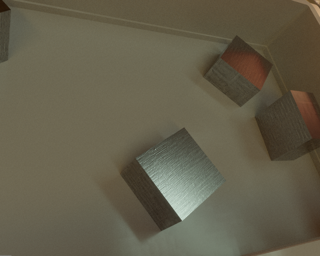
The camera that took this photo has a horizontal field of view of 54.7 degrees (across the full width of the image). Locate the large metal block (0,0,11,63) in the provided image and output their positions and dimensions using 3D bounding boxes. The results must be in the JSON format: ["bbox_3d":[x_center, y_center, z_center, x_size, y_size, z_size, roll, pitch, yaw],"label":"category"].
[{"bbox_3d":[-0.208,-0.099,0.319,0.050,0.080,0.080,48,51,5],"label":"large metal block"}]

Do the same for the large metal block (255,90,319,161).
[{"bbox_3d":[0.205,-0.001,0.481,0.050,0.080,0.080,2,61,-27],"label":"large metal block"}]

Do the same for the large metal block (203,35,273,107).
[{"bbox_3d":[0.132,-0.096,0.519,0.080,0.050,0.080,38,51,-3],"label":"large metal block"}]

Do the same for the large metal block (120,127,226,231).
[{"bbox_3d":[0.015,0.058,0.362,0.081,0.050,0.080,-31,79,-38],"label":"large metal block"}]
